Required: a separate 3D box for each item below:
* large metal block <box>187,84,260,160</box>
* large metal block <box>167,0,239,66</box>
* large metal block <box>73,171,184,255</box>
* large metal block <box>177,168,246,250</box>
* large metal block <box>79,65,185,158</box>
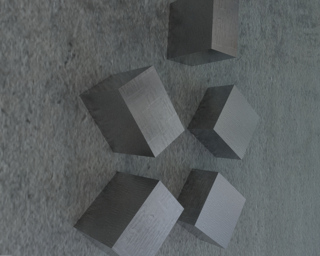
[{"bbox_3d":[0.099,-0.008,0.474,0.080,0.050,0.080,43,64,-32],"label":"large metal block"},{"bbox_3d":[0.057,-0.133,0.419,0.050,0.080,0.080,5,87,-40],"label":"large metal block"},{"bbox_3d":[-0.035,0.099,0.342,0.080,0.080,0.050,-52,121,-27],"label":"large metal block"},{"bbox_3d":[0.071,0.116,0.451,0.080,0.050,0.080,44,63,-32],"label":"large metal block"},{"bbox_3d":[-0.032,-0.017,0.344,0.050,0.080,0.080,-41,116,-32],"label":"large metal block"}]
